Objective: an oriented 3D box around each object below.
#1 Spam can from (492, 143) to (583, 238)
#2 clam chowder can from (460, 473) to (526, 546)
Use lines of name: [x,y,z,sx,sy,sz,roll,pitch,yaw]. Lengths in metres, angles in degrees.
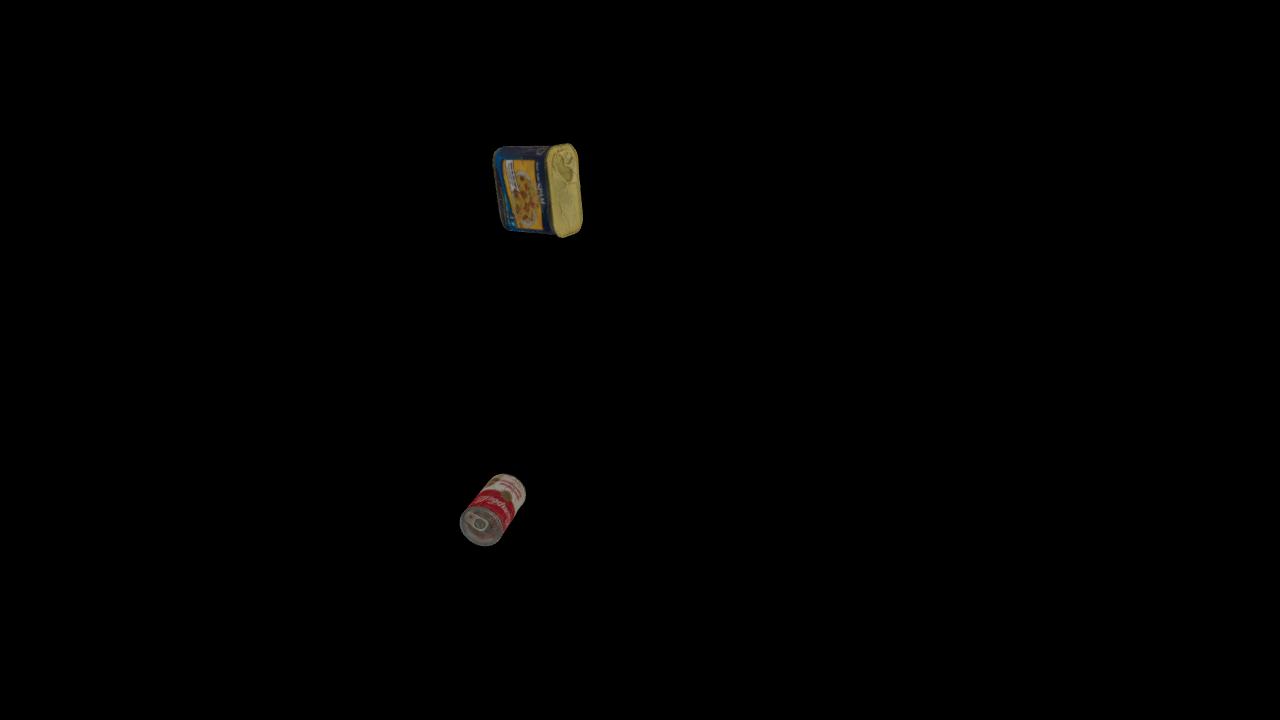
Spam can: [-0.119,-0.198,0.716,0.085,0.101,0.058,10,26,29]
clam chowder can: [-0.224,0.228,0.947,0.068,0.068,0.102,0,19,11]
